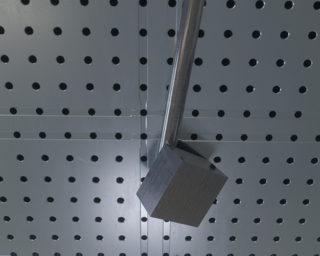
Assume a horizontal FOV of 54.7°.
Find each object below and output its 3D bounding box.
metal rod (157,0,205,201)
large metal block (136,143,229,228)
[{"bbox_3d":[0.017,-0.015,0.407,0.025,0.025,0.298,8,110,-3],"label":"metal rod"},{"bbox_3d":[0.029,0.076,0.408,0.080,0.050,0.080,23,101,-32],"label":"large metal block"}]
